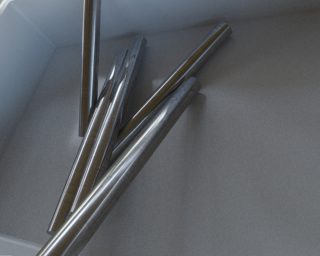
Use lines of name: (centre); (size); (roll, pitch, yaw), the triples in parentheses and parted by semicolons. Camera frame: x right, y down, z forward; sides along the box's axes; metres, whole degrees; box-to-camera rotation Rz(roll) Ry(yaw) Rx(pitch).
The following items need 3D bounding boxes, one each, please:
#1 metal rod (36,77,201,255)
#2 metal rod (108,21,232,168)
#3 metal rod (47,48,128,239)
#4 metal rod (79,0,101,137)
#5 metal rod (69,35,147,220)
metal rod: (-0.023, 0.027, 0.316); (0.025, 0.025, 0.301); (4, 37, 30)
metal rod: (-0.007, -0.033, 0.428); (0.300, 0.025, 0.025); (-48, 52, -6)
metal rod: (-0.085, -0.003, 0.425); (0.025, 0.025, 0.300); (-6, 51, 24)
metal rod: (-0.099, -0.136, 0.444); (0.025, 0.025, 0.298); (6, 95, 30)
metal rod: (-0.060, -0.023, 0.423); (0.025, 0.025, 0.300); (-6, 50, 25)
